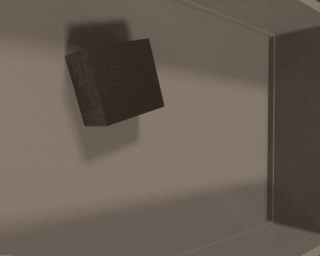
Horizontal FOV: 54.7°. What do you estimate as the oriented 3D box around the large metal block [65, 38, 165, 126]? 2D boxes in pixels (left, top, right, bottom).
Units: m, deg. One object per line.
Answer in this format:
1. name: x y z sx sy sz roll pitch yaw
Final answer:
1. large metal block: -0.049 -0.052 0.351 0.081 0.050 0.079 -22 104 -38
